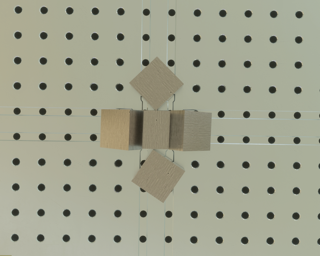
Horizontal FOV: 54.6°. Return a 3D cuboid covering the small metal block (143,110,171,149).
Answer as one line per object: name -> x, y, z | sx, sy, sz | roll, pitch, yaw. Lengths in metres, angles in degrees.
small metal block -> -0.004, 0.002, 0.413 | 0.050, 0.025, 0.050 | 1, 89, 0

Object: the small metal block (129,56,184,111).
small metal block -> -0.004, -0.058, 0.413 | 0.050, 0.025, 0.050 | -44, 89, -1

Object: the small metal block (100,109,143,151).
small metal block -> -0.050, 0.001, 0.400 | 0.050, 0.025, 0.050 | 3, 91, 36

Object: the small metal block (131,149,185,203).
small metal block -> -0.002, 0.062, 0.413 | 0.050, 0.025, 0.050 | 34, 90, 1

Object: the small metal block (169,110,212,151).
small metal block -> 0.040, 0.004, 0.400 | 0.050, 0.025, 0.050 | 3, 90, -41
